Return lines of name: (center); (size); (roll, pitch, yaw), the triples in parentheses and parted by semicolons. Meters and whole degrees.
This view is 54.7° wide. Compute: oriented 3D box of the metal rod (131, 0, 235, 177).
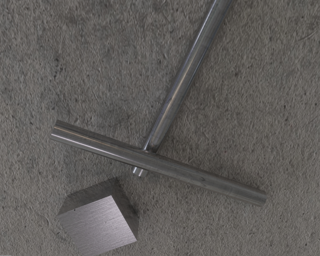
metal rod: (0.033, -0.067, 0.385); (0.025, 0.025, 0.298); (23, 108, -9)

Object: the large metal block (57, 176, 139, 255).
large metal block: (-0.084, 0.128, 0.443); (0.080, 0.050, 0.080); (-22, 109, 7)

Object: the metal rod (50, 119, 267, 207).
metal rod: (0.011, 0.052, 0.405); (0.302, 0.025, 0.025); (20, 109, -17)
